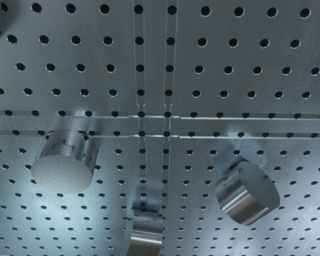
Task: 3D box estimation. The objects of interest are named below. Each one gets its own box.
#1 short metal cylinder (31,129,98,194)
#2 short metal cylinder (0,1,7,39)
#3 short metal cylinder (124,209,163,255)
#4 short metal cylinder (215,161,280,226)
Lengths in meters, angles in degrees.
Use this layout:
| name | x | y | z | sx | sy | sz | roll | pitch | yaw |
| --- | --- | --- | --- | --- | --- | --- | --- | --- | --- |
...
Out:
| name | x | y | z | sx | sy | sz | roll | pitch | yaw |
| --- | --- | --- | --- | --- | --- | --- | --- | --- | --- |
| short metal cylinder | -0.132 | 0.048 | 0.434 | 0.081 | 0.050 | 0.079 | 0 | 130 | 0 |
| short metal cylinder | -0.202 | -0.106 | 0.302 | 0.081 | 0.050 | 0.079 | 0 | 130 | 0 |
| short metal cylinder | -0.030 | 0.184 | 0.532 | 0.050 | 0.080 | 0.079 | 12 | 129 | -11 |
| short metal cylinder | 0.129 | 0.096 | 0.460 | 0.080 | 0.080 | 0.050 | 26 | 125 | -21 |
